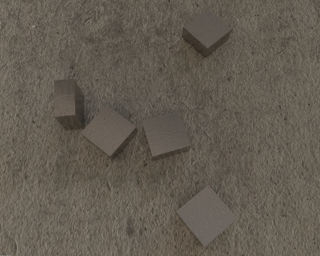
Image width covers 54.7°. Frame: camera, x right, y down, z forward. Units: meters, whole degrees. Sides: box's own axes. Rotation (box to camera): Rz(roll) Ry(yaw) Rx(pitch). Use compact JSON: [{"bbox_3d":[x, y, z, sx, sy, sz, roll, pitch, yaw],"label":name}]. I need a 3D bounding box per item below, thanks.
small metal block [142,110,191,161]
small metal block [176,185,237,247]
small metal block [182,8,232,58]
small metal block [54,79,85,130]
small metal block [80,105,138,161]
[{"bbox_3d":[0.008,0.010,0.404,0.050,0.025,0.050,-16,71,-6],"label":"small metal block"},{"bbox_3d":[0.054,0.105,0.370,0.050,0.025,0.050,-37,74,-13],"label":"small metal block"},{"bbox_3d":[0.069,-0.141,0.460,0.050,0.025,0.050,-40,75,-13],"label":"small metal block"},{"bbox_3d":[-0.117,-0.029,0.405,0.025,0.050,0.050,-6,70,-2],"label":"small metal block"},{"bbox_3d":[-0.065,0.006,0.405,0.050,0.025,0.050,37,74,12],"label":"small metal block"}]
